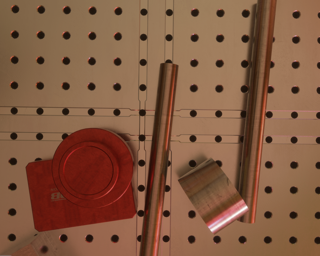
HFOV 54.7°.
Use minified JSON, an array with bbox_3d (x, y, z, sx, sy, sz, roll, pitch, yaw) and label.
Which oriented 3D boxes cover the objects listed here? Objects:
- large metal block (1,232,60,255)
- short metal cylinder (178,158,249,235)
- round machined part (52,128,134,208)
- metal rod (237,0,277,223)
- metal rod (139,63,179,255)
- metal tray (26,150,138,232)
[{"bbox_3d":[-0.172,0.194,0.399,0.080,0.050,0.080,-30,90,0],"label":"large metal block"},{"bbox_3d":[0.065,0.084,0.387,0.050,0.080,0.080,-34,90,0],"label":"short metal cylinder"},{"bbox_3d":[-0.082,0.049,0.373,0.099,0.042,0.097,0,90,-1],"label":"round machined part"},{"bbox_3d":[0.129,-0.025,0.415,0.025,0.025,0.298,6,90,-1],"label":"metal rod"},{"bbox_3d":[-0.004,0.064,0.413,0.025,0.025,0.298,6,90,-1],"label":"metal rod"},{"bbox_3d":[-0.101,0.080,0.410,0.131,0.030,0.089,-8,90,-1],"label":"metal tray"}]
